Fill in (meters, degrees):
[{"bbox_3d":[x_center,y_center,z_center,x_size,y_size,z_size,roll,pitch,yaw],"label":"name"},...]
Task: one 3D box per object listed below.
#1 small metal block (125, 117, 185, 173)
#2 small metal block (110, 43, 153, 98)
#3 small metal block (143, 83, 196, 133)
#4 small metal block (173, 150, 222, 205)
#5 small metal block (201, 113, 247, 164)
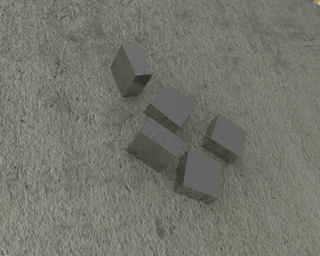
[{"bbox_3d":[-0.007,0.022,0.371,0.050,0.050,0.025,35,51,-5],"label":"small metal block"},{"bbox_3d":[-0.039,-0.076,0.413,0.025,0.050,0.050,-12,68,-33],"label":"small metal block"},{"bbox_3d":[0.014,-0.026,0.427,0.050,0.025,0.050,40,51,-1],"label":"small metal block"},{"bbox_3d":[0.049,0.062,0.392,0.050,0.025,0.050,23,53,-14],"label":"small metal block"},{"bbox_3d":[0.093,0.015,0.444,0.050,0.025,0.050,32,52,-8],"label":"small metal block"}]
